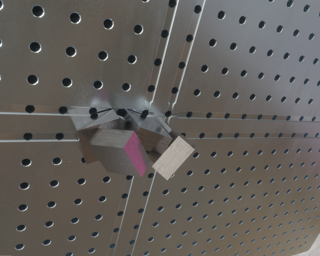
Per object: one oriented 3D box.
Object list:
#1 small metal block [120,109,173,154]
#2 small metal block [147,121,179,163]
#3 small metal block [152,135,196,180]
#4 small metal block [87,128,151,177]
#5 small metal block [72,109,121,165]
[{"bbox_3d":[-0.020,0.005,0.388,0.050,0.050,0.025,20,108,-36],"label":"small metal block"},{"bbox_3d":[0.008,0.027,0.434,0.050,0.025,0.050,-46,130,3],"label":"small metal block"},{"bbox_3d":[0.020,0.036,0.395,0.050,0.025,0.050,-49,173,6],"label":"small metal block"},{"bbox_3d":[-0.046,0.028,0.353,0.025,0.050,0.050,-61,141,-36],"label":"small metal block"},{"bbox_3d":[-0.074,0.010,0.379,0.050,0.025,0.050,-18,126,-18],"label":"small metal block"}]
